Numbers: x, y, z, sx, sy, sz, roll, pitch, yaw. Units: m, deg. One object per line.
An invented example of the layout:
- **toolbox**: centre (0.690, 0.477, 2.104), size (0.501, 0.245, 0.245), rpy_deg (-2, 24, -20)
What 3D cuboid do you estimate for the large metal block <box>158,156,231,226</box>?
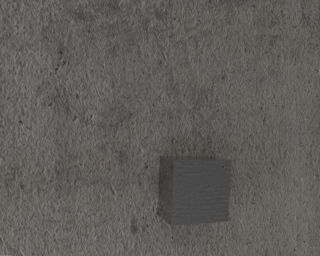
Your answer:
- **large metal block**: centre (0.045, 0.080, 0.413), size (0.081, 0.050, 0.080), rpy_deg (3, 89, -20)
